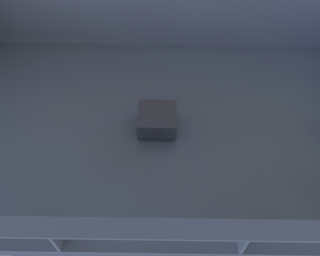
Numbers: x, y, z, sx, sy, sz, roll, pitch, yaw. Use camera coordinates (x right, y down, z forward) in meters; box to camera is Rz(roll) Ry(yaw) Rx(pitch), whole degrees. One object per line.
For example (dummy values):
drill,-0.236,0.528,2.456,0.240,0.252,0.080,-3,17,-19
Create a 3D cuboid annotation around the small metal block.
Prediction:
small metal block,-0.003,-0.011,0.410,0.050,0.025,0.050,1,50,1
